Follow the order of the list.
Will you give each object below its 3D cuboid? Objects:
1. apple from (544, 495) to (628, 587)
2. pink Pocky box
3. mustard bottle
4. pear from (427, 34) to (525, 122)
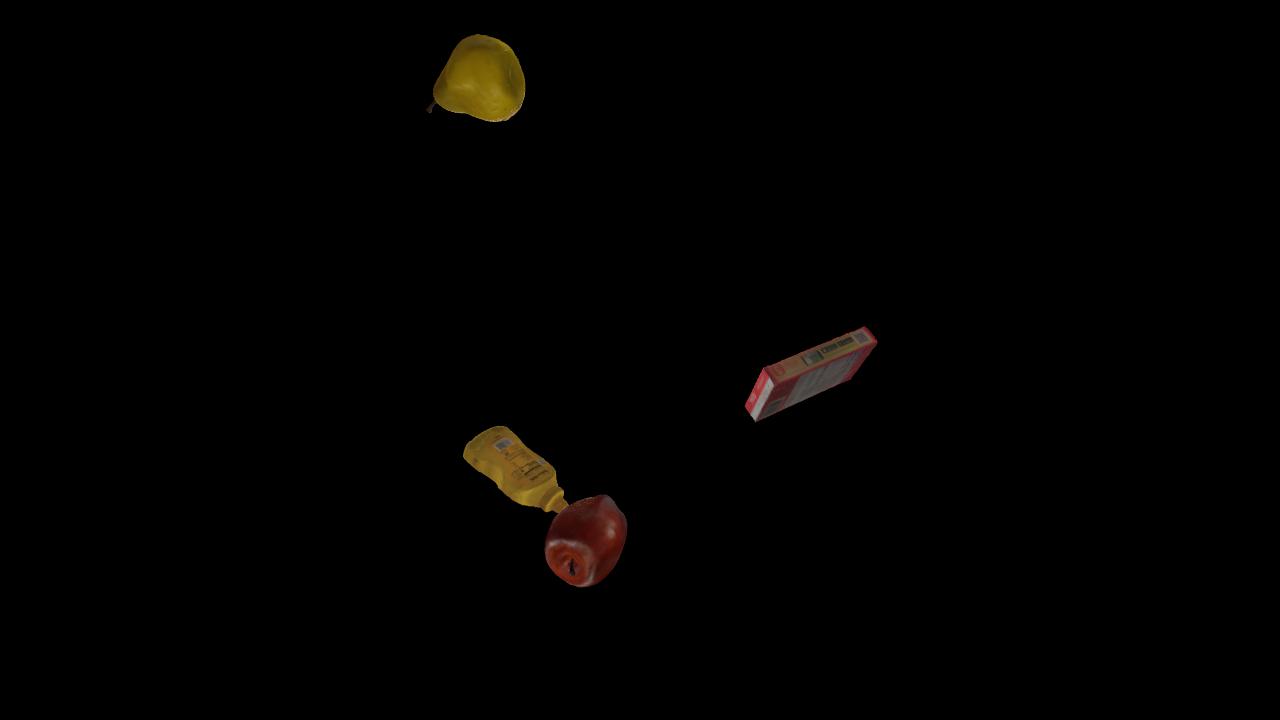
[{"bbox_3d":[-0.052,0.179,0.611,0.079,0.079,0.093,0,25,22],"label":"apple"},{"bbox_3d":[0.202,0.017,0.730,0.155,0.029,0.084,-20,-29,-21],"label":"pink Pocky box"},{"bbox_3d":[-0.182,0.178,0.957,0.184,0.054,0.092,35,27,20],"label":"mustard bottle"},{"bbox_3d":[-0.173,-0.277,0.615,0.111,0.080,0.080,0,0,17],"label":"pear"}]
